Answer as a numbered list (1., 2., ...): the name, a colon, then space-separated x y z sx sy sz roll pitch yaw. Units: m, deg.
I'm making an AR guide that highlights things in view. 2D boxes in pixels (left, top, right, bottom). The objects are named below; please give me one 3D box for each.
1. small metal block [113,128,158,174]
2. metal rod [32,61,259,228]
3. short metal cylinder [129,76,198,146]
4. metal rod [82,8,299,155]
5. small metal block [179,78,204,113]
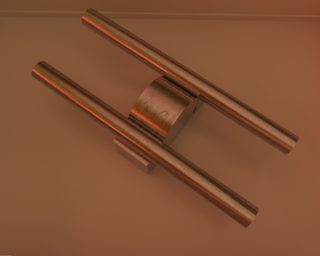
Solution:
1. small metal block: -0.028 0.028 0.384 0.050 0.050 0.025 35 74 11
2. metal rod: -0.026 0.011 0.352 0.300 0.025 0.025 34 73 11
3. short metal cylinder: 0.004 -0.017 0.385 0.050 0.080 0.080 35 74 11
4. metal rod: 0.028 -0.063 0.378 0.300 0.025 0.025 34 73 11
5. small metal block: 0.035 -0.052 0.414 0.050 0.050 0.025 35 74 11
